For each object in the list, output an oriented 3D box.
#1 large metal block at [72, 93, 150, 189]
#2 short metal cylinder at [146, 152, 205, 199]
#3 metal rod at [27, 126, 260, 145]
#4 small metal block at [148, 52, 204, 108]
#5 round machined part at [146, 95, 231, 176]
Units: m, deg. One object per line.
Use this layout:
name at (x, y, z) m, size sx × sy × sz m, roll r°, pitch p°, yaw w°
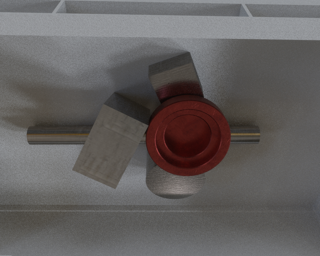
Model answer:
large metal block at (-0.053, 0.011, 0.360) m, size 0.050 × 0.080 × 0.080 m, roll 26°, pitch 103°, yaw -7°
short metal cylinder at (0.021, 0.056, 0.437) m, size 0.081 × 0.050 × 0.079 m, roll 0°, pitch 130°, yaw 0°
metal rod at (-0.021, 0.009, 0.413) m, size 0.302 × 0.025 × 0.025 m, roll 0°, pitch 130°, yaw -1°
small metal block at (0.019, -0.054, 0.362) m, size 0.050 × 0.025 × 0.050 m, roll -16°, pitch 129°, yaw 13°
round machined part at (0.033, 0.006, 0.377) m, size 0.099 × 0.042 × 0.097 m, roll 0°, pitch 113°, yaw 0°
